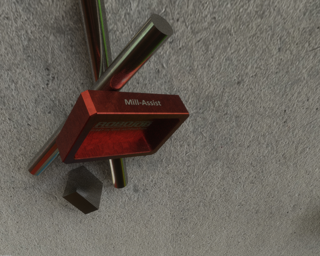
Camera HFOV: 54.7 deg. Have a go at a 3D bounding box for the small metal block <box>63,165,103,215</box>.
[{"bbox_3d":[-0.115,0.094,0.469,0.025,0.050,0.050,-25,126,19],"label":"small metal block"}]

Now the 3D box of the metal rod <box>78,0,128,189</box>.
[{"bbox_3d":[-0.064,-0.030,0.380,0.025,0.025,0.298,-1,130,0],"label":"metal rod"}]

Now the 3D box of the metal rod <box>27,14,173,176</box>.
[{"bbox_3d":[-0.090,-0.016,0.364,0.025,0.025,0.299,31,132,-24],"label":"metal rod"}]

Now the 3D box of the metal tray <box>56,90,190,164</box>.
[{"bbox_3d":[-0.041,0.000,0.357,0.131,0.030,0.089,-2,144,-41],"label":"metal tray"}]
